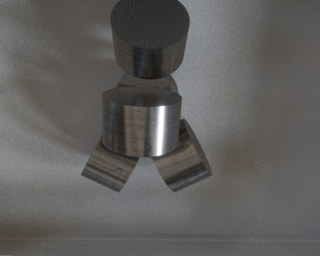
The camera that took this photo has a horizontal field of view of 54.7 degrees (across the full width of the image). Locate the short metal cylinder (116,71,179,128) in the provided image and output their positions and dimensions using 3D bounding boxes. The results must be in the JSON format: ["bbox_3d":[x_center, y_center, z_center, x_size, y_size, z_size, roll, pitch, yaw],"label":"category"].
[{"bbox_3d":[-0.016,-0.035,0.382,0.081,0.050,0.079,0,110,0],"label":"short metal cylinder"}]

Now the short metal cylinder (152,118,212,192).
[{"bbox_3d":[0.026,0.034,0.393,0.050,0.080,0.080,-27,108,10],"label":"short metal cylinder"}]

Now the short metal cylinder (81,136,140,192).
[{"bbox_3d":[-0.058,0.034,0.392,0.050,0.080,0.080,28,108,-9],"label":"short metal cylinder"}]

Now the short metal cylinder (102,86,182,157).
[{"bbox_3d":[-0.019,-0.010,0.323,0.081,0.080,0.050,3,110,-1],"label":"short metal cylinder"}]

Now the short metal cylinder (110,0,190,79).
[{"bbox_3d":[-0.011,-0.100,0.336,0.081,0.080,0.050,4,153,-2],"label":"short metal cylinder"}]
